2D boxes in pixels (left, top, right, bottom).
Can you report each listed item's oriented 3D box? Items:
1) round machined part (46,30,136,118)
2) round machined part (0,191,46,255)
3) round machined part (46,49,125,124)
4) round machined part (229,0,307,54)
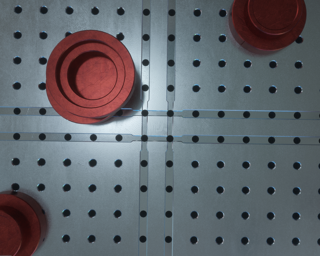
[{"bbox_3d":[-0.077,-0.060,0.362,0.099,0.042,0.097,0,90,0],"label":"round machined part"},{"bbox_3d":[-0.205,0.135,0.404,0.099,0.042,0.097,0,90,0],"label":"round machined part"},{"bbox_3d":[-0.092,-0.053,0.404,0.099,0.042,0.097,0,90,0],"label":"round machined part"},{"bbox_3d":[0.143,-0.150,0.406,0.099,0.042,0.097,0,90,0],"label":"round machined part"}]
